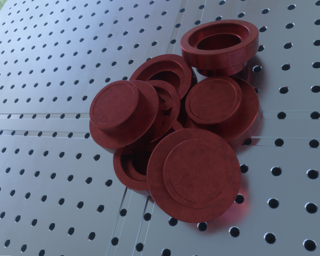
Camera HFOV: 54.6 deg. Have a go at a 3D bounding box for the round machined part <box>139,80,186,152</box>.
[{"bbox_3d":[-0.011,-0.012,0.411,0.098,0.042,0.098,-13,56,21],"label":"round machined part"}]

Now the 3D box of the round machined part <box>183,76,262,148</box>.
[{"bbox_3d":[0.069,-0.024,0.376,0.098,0.042,0.098,-13,56,21],"label":"round machined part"}]

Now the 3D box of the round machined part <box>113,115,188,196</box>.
[{"bbox_3d":[-0.004,0.036,0.379,0.098,0.042,0.098,-13,56,21],"label":"round machined part"}]

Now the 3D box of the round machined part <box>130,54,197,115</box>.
[{"bbox_3d":[0.005,-0.050,0.426,0.098,0.042,0.098,-13,56,21],"label":"round machined part"}]

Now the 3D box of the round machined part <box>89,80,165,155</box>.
[{"bbox_3d":[-0.047,-0.019,0.380,0.098,0.042,0.098,-13,56,21],"label":"round machined part"}]

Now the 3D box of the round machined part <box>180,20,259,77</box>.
[{"bbox_3d":[0.078,-0.101,0.405,0.098,0.042,0.098,-9,39,8],"label":"round machined part"}]

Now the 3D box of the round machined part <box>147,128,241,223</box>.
[{"bbox_3d":[0.036,0.047,0.319,0.099,0.042,0.098,1,79,-4],"label":"round machined part"}]
